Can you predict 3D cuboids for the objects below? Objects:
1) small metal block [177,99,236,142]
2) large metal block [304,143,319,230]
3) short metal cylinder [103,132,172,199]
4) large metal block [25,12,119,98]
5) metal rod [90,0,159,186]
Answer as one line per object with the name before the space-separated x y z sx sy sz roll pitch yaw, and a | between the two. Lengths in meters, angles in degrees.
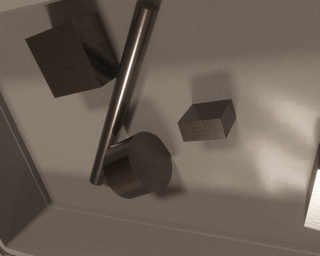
small metal block | 0.055 -0.009 0.357 0.050 0.050 0.025 -5 116 30
large metal block | 0.204 0.069 0.328 0.080 0.050 0.079 10 123 22
short metal cylinder | -0.029 0.051 0.418 0.050 0.080 0.080 -25 105 36
large metal block | -0.107 -0.090 0.391 0.080 0.050 0.080 -7 115 31
metal rod | -0.059 -0.023 0.423 0.025 0.025 0.298 30 128 9
